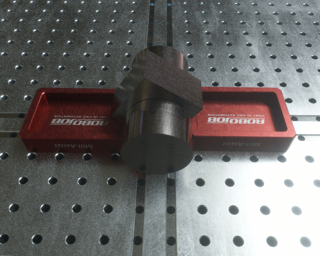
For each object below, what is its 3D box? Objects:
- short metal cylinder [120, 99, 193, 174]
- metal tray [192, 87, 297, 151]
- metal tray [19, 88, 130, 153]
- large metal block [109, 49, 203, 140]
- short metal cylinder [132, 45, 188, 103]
[{"bbox_3d":[-0.003,0.012,0.361,0.080,0.080,0.050,1,50,1],"label":"short metal cylinder"},{"bbox_3d":[0.103,-0.014,0.416,0.131,0.030,0.090,1,50,0],"label":"metal tray"},{"bbox_3d":[-0.106,-0.012,0.413,0.131,0.030,0.090,1,50,0],"label":"metal tray"},{"bbox_3d":[-0.005,-0.036,0.383,0.080,0.080,0.050,25,45,-24],"label":"large metal block"},{"bbox_3d":[0.000,-0.065,0.426,0.080,0.080,0.050,1,50,1],"label":"short metal cylinder"}]
